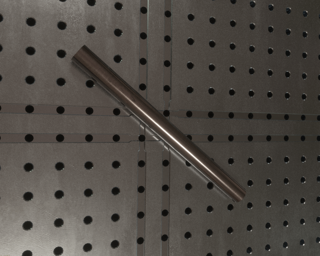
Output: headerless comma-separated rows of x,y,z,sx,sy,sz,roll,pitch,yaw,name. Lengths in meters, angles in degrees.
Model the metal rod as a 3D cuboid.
0.009,0.004,0.416,0.300,0.025,0.025,41,77,-16,metal rod
